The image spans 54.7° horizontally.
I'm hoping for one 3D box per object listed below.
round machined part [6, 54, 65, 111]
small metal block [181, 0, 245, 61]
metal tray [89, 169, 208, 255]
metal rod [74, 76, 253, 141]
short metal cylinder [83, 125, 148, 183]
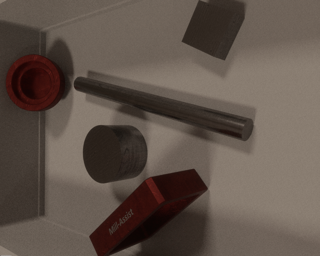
[{"bbox_3d":[-0.216,-0.078,0.551,0.099,0.042,0.097,0,91,5],"label":"round machined part"},{"bbox_3d":[0.060,-0.112,0.356,0.050,0.025,0.050,36,112,34],"label":"small metal block"},{"bbox_3d":[-0.014,0.103,0.374,0.129,0.091,0.030,-48,62,29],"label":"metal tray"},{"bbox_3d":[-0.019,-0.035,0.420,0.300,0.025,0.025,18,102,38],"label":"metal rod"},{"bbox_3d":[-0.064,0.036,0.441,0.080,0.050,0.079,0,90,39],"label":"short metal cylinder"}]
